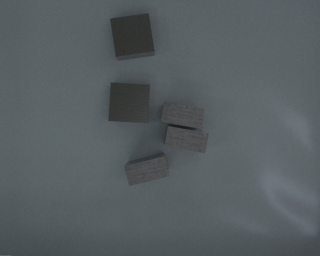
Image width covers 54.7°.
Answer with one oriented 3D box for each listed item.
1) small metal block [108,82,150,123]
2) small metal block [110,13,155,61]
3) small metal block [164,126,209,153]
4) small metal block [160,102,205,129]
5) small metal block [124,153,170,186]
[{"bbox_3d":[-0.040,-0.033,0.411,0.050,0.025,0.050,3,90,-1],"label":"small metal block"},{"bbox_3d":[-0.036,-0.120,0.411,0.050,0.025,0.050,-9,90,-1],"label":"small metal block"},{"bbox_3d":[0.032,0.014,0.399,0.050,0.050,0.025,10,90,-1],"label":"small metal block"},{"bbox_3d":[0.027,-0.015,0.399,0.050,0.050,0.025,10,90,-1],"label":"small metal block"},{"bbox_3d":[-0.016,0.052,0.399,0.050,0.050,0.025,-14,90,0],"label":"small metal block"}]
